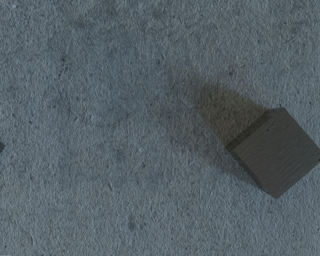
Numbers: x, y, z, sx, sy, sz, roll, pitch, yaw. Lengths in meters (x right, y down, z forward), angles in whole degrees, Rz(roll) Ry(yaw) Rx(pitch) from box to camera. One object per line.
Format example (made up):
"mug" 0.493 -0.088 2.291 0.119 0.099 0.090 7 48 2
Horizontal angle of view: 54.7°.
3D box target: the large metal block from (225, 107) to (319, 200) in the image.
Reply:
"large metal block" 0.145 0.030 0.399 0.080 0.050 0.080 -41 91 0

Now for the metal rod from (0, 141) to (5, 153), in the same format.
"metal rod" -0.331 -0.062 0.405 0.300 0.025 0.025 39 90 -1
